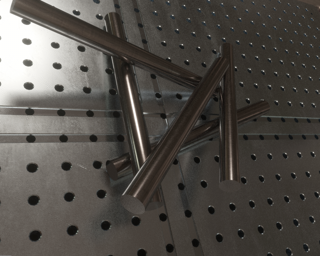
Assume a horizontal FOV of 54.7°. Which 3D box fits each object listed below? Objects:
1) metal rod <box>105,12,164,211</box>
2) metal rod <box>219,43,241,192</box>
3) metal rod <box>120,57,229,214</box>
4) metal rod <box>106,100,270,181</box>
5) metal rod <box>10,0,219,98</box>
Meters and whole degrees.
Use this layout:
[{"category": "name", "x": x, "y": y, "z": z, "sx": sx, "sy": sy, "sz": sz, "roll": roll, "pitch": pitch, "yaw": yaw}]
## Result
[{"category": "metal rod", "x": -0.040, "y": -0.043, "z": 0.393, "sx": 0.025, "sy": 0.025, "sz": 0.299, "roll": 4, "pitch": 54, "yaw": -27}, {"category": "metal rod", "x": 0.101, "y": -0.039, "z": 0.460, "sx": 0.025, "sy": 0.025, "sz": 0.300, "roll": 25, "pitch": 44, "yaw": -14}, {"category": "metal rod", "x": 0.037, "y": -0.017, "z": 0.383, "sx": 0.025, "sy": 0.025, "sz": 0.301, "roll": 39, "pitch": 44, "yaw": -3}, {"category": "metal rod", "x": 0.061, "y": 0.006, "z": 0.438, "sx": 0.302, "sy": 0.025, "sz": 0.025, "roll": -20, "pitch": 73, "yaw": -36}, {"category": "metal rod", "x": -0.032, "y": -0.094, "z": 0.404, "sx": 0.302, "sy": 0.025, "sz": 0.025, "roll": 17, "pitch": 54, "yaw": -36}]
